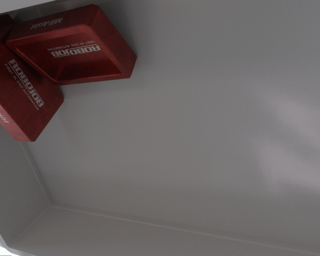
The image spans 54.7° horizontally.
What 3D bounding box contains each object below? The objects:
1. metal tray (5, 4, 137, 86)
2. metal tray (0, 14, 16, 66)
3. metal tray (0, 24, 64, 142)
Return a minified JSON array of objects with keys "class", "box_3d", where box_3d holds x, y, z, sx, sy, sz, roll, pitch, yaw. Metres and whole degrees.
[{"class":"metal tray","box_3d":[-0.106,-0.093,0.374,0.130,0.030,0.090,-1,151,28]},{"class":"metal tray","box_3d":[-0.256,-0.098,0.409,0.090,0.131,0.030,-32,97,44]},{"class":"metal tray","box_3d":[-0.187,-0.055,0.406,0.030,0.090,0.129,3,138,22]}]
